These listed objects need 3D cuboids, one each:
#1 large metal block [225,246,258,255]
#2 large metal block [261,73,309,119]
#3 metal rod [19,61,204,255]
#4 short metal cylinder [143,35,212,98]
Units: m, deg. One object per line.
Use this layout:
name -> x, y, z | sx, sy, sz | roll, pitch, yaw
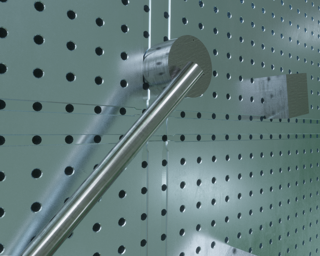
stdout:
large metal block -> 0.136, 0.247, 0.491 | 0.080, 0.080, 0.050 | -48, 119, -29
large metal block -> 0.244, -0.063, 0.601 | 0.081, 0.050, 0.079 | -11, 97, -40
metal rod -> -0.050, 0.040, 0.333 | 0.300, 0.025, 0.025 | -50, 121, -16
short metal cylinder -> 0.024, -0.079, 0.415 | 0.081, 0.050, 0.079 | 0, 90, -40
